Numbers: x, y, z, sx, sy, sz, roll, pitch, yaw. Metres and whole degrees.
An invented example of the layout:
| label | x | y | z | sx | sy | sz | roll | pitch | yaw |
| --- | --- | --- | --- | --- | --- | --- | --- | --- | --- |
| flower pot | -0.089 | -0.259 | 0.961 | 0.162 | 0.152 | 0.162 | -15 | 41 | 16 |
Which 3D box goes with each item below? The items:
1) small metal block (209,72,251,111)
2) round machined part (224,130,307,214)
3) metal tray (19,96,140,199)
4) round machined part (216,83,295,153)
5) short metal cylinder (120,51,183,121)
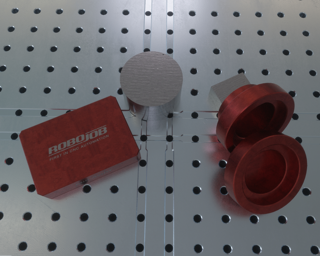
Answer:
| label | x | y | z | sx | sy | sz | roll | pitch | yaw |
| --- | --- | --- | --- | --- | --- | --- | --- | --- | --- |
| small metal block | 0.103 | -0.042 | 0.428 | 0.050 | 0.025 | 0.050 | -25 | 72 | -9 |
| round machined part | 0.120 | 0.049 | 0.369 | 0.099 | 0.042 | 0.097 | -5 | 107 | -17 |
| metal tray | -0.102 | 0.023 | 0.400 | 0.131 | 0.030 | 0.090 | -23 | 72 | -9 |
| round machined part | 0.112 | -0.015 | 0.385 | 0.099 | 0.098 | 0.042 | -25 | 48 | -9 |
| short metal cylinder | -0.011 | -0.056 | 0.419 | 0.081 | 0.050 | 0.080 | 0 | 70 | 0 |
